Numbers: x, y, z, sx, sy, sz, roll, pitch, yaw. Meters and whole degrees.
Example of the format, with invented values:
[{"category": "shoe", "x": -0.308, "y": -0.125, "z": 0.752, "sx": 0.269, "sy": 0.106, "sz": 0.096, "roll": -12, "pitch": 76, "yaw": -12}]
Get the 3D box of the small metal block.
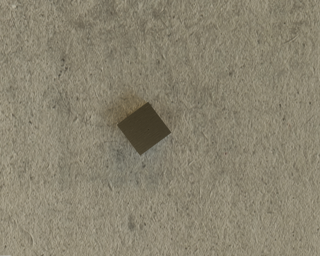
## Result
[{"category": "small metal block", "x": -0.020, "y": 0.001, "z": 0.411, "sx": 0.050, "sy": 0.025, "sz": 0.050, "roll": -37, "pitch": 90, "yaw": 0}]
